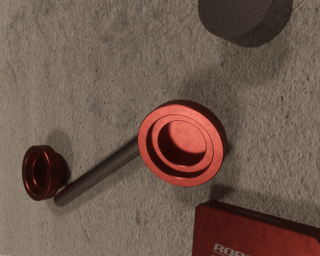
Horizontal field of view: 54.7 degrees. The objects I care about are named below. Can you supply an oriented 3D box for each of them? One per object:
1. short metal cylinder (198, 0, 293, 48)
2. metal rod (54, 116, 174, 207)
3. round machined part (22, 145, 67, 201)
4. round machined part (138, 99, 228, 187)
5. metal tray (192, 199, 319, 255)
[{"bbox_3d":[0.087,-0.127,0.316,0.080,0.050,0.079,0,90,39],"label":"short metal cylinder"},{"bbox_3d":[-0.075,0.055,0.463,0.299,0.025,0.025,-35,69,34],"label":"metal rod"},{"bbox_3d":[-0.205,0.079,0.559,0.098,0.042,0.097,0,89,40],"label":"round machined part"},{"bbox_3d":[0.028,0.014,0.353,0.098,0.042,0.097,8,113,20],"label":"round machined part"},{"bbox_3d":[0.096,0.135,0.321,0.130,0.030,0.089,7,94,39],"label":"metal tray"}]
